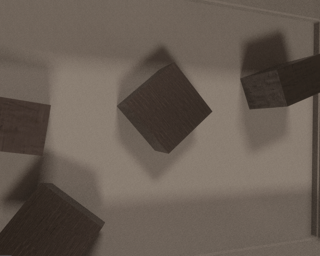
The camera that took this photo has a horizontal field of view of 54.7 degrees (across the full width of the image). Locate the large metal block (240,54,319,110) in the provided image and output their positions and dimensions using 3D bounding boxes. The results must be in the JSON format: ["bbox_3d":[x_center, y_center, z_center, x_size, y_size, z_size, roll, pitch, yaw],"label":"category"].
[{"bbox_3d":[0.179,-0.065,0.449,0.081,0.080,0.050,-21,98,-19],"label":"large metal block"}]

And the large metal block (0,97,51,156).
[{"bbox_3d":[-0.160,-0.004,0.322,0.081,0.080,0.050,9,87,-20],"label":"large metal block"}]

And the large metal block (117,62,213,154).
[{"bbox_3d":[0.005,-0.025,0.400,0.080,0.050,0.080,-43,104,-15],"label":"large metal block"}]

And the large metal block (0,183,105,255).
[{"bbox_3d":[-0.119,0.117,0.342,0.080,0.050,0.080,36,77,1],"label":"large metal block"}]
